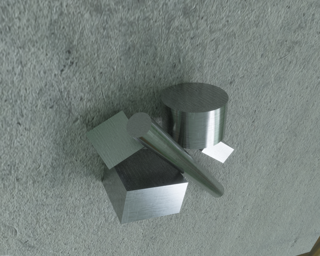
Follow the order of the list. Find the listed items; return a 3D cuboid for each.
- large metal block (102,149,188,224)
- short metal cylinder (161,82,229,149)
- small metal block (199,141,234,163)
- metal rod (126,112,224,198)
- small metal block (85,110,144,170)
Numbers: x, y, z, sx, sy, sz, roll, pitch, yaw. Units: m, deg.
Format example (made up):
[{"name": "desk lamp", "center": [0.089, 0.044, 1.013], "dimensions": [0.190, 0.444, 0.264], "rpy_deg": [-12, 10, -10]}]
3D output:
[{"name": "large metal block", "center": [-0.023, 0.071, 0.404], "dimensions": [0.081, 0.080, 0.050], "rpy_deg": [-3, 120, -28]}, {"name": "short metal cylinder", "center": [0.042, -0.017, 0.385], "dimensions": [0.081, 0.080, 0.050], "rpy_deg": [-16, 125, -20]}, {"name": "small metal block", "center": [0.069, 0.019, 0.442], "dimensions": [0.050, 0.050, 0.025], "rpy_deg": [28, 103, -38]}, {"name": "metal rod", "center": [0.040, 0.052, 0.404], "dimensions": [0.025, 0.025, 0.300], "rpy_deg": [-44, 148, 2]}, {"name": "small metal block", "center": [-0.052, 0.015, 0.371], "dimensions": [0.050, 0.025, 0.050], "rpy_deg": [-33, 86, -7]}]
